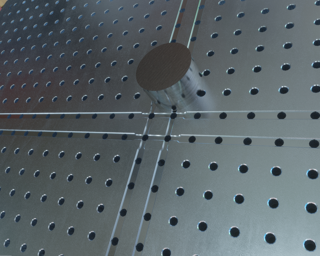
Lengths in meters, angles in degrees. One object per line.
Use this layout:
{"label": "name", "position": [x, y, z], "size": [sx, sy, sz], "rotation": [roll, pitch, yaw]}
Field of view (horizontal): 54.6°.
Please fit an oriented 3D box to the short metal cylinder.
{"label": "short metal cylinder", "position": [0.014, -0.070, 0.429], "size": [0.080, 0.050, 0.080], "rotation": [-13, 56, 21]}
